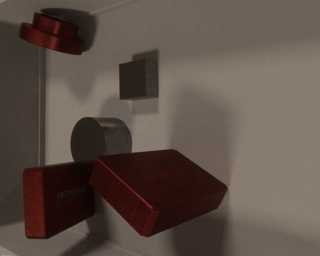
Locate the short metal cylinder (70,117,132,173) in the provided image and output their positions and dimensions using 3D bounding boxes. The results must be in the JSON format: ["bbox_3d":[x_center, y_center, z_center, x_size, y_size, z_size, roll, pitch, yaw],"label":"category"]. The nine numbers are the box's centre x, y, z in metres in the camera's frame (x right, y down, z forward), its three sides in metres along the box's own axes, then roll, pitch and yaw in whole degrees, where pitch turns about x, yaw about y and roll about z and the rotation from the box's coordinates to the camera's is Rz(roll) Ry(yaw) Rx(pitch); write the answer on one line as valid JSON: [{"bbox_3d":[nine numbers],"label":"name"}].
[{"bbox_3d":[-0.088,0.024,0.461,0.080,0.050,0.079,0,90,39],"label":"short metal cylinder"}]

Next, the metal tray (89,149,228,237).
[{"bbox_3d":[0.003,0.061,0.335,0.090,0.131,0.030,34,111,34],"label":"metal tray"}]

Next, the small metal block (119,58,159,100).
[{"bbox_3d":[-0.030,-0.066,0.429,0.050,0.025,0.050,-2,89,39],"label":"small metal block"}]

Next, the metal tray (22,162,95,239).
[{"bbox_3d":[-0.141,0.097,0.451,0.030,0.130,0.089,-5,87,16],"label":"metal tray"}]

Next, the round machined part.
[{"bbox_3d":[-0.169,-0.153,0.496,0.098,0.099,0.042,31,109,35],"label":"round machined part"}]
